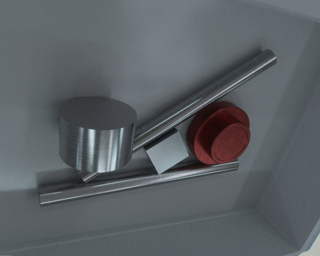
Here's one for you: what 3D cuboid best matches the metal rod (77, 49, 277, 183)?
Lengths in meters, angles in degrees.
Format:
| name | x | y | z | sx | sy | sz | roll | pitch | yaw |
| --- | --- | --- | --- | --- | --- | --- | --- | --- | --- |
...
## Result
| name | x | y | z | sx | sy | sz | roll | pitch | yaw |
| --- | --- | --- | --- | --- | --- | --- | --- | --- | --- |
| metal rod | 0.027 | -0.020 | 0.411 | 0.301 | 0.025 | 0.025 | -32 | 129 | -8 |

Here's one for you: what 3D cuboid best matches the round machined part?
| name | x | y | z | sx | sy | sz | roll | pitch | yaw |
| --- | --- | --- | --- | --- | --- | --- | --- | --- | --- |
| round machined part | 0.093 | 0.014 | 0.455 | 0.099 | 0.042 | 0.097 | -14 | 125 | -21 |

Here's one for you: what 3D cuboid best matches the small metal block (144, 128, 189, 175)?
| name | x | y | z | sx | sy | sz | roll | pitch | yaw |
| --- | --- | --- | --- | --- | --- | --- | --- | --- | --- |
| small metal block | 0.006 | 0.029 | 0.429 | 0.050 | 0.025 | 0.050 | -31 | 129 | -8 |

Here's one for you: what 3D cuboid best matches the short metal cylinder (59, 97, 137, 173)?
| name | x | y | z | sx | sy | sz | roll | pitch | yaw |
| --- | --- | --- | --- | --- | --- | --- | --- | --- | --- |
| short metal cylinder | -0.068 | 0.005 | 0.339 | 0.081 | 0.080 | 0.050 | -5 | 121 | -26 |

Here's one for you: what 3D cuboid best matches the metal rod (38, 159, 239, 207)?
| name | x | y | z | sx | sy | sz | roll | pitch | yaw |
| --- | --- | --- | --- | --- | --- | --- | --- | --- | --- |
| metal rod | -0.013 | 0.071 | 0.446 | 0.303 | 0.025 | 0.025 | -5 | 121 | -26 |
